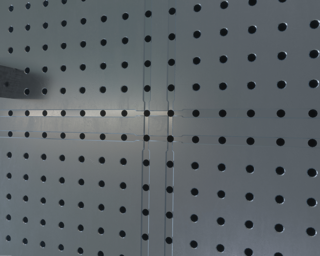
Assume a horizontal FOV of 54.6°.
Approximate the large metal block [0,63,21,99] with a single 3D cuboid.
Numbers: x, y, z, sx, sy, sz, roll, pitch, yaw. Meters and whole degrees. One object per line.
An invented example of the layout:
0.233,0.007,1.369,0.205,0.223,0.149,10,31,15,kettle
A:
-0.285,-0.084,0.485,0.080,0.080,0.050,20,97,19,large metal block
